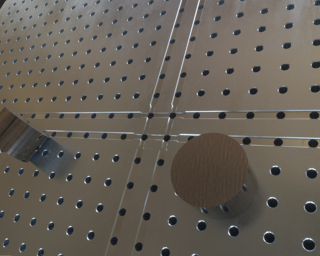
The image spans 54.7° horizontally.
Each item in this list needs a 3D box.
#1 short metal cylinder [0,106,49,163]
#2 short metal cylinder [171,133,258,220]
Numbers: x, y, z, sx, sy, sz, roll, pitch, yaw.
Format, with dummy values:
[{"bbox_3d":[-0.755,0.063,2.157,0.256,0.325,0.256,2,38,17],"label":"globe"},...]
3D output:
[{"bbox_3d":[-0.223,0.010,0.484,0.080,0.080,0.050,29,78,37],"label":"short metal cylinder"},{"bbox_3d":[0.058,0.052,0.330,0.080,0.050,0.080,-13,56,21],"label":"short metal cylinder"}]
